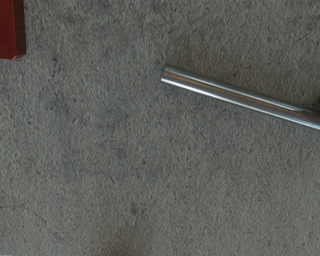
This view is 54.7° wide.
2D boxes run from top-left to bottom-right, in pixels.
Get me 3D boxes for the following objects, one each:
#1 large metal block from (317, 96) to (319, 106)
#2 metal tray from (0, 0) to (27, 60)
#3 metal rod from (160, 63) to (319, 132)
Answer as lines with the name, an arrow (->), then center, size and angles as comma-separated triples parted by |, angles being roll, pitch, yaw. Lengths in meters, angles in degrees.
large metal block -> 0.254, -0.014, 0.376 | 0.080, 0.050, 0.080 | -19, 93, -6
metal tray -> -0.228, -0.131, 0.356 | 0.131, 0.030, 0.089 | 4, 110, -2
metal rod -> 0.147, -0.027, 0.402 | 0.302, 0.025, 0.025 | 16, 109, -7
